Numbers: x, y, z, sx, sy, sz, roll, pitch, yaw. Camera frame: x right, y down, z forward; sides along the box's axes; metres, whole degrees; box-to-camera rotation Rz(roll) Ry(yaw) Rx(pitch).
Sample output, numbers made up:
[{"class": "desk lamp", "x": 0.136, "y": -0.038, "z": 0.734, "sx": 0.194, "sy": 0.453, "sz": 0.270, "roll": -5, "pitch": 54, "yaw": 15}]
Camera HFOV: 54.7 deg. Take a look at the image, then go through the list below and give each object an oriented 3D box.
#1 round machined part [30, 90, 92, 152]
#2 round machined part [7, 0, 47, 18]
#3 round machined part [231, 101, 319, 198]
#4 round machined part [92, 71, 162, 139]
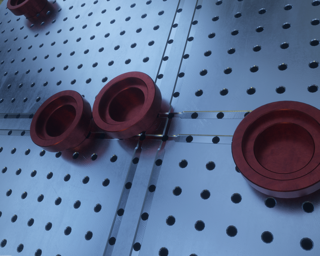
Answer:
[{"class": "round machined part", "x": -0.146, "y": -0.007, "z": 0.476, "sx": 0.098, "sy": 0.042, "sz": 0.098, "roll": -13, "pitch": 56, "yaw": 20}, {"class": "round machined part", "x": -0.315, "y": -0.306, "z": 0.746, "sx": 0.098, "sy": 0.042, "sz": 0.098, "roll": -13, "pitch": 56, "yaw": 20}, {"class": "round machined part", "x": 0.127, "y": 0.024, "z": 0.316, "sx": 0.098, "sy": 0.042, "sz": 0.098, "roll": -13, "pitch": 56, "yaw": 20}, {"class": "round machined part", "x": -0.042, "y": -0.028, "z": 0.435, "sx": 0.098, "sy": 0.042, "sz": 0.098, "roll": -13, "pitch": 56, "yaw": 20}]
